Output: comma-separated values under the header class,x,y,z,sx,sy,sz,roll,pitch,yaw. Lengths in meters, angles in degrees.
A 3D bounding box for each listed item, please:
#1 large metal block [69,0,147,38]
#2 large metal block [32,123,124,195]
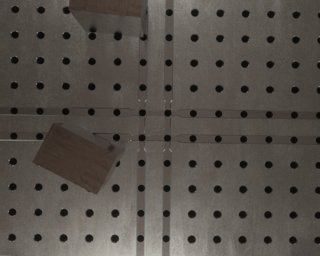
class,x,y,z,sx,sy,sz,roll,pitch,yaw
large metal block,-0.059,-0.153,0.385,0.081,0.080,0.050,6,90,-1
large metal block,-0.095,0.034,0.385,0.080,0.080,0.050,27,90,-1
